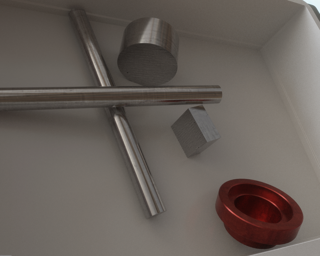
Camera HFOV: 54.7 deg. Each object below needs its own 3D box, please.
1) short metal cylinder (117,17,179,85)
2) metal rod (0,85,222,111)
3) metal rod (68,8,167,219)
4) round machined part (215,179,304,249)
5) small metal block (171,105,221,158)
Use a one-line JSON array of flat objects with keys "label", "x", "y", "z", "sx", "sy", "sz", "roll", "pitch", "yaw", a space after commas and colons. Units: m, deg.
[{"label": "short metal cylinder", "x": -0.015, "y": -0.103, "z": 0.427, "sx": 0.081, "sy": 0.080, "sz": 0.050, "roll": 18, "pitch": 55, "yaw": -18}, {"label": "metal rod", "x": -0.065, "y": -0.036, "z": 0.363, "sx": 0.303, "sy": 0.025, "sz": 0.025, "roll": -3, "pitch": 63, "yaw": -20}, {"label": "metal rod", "x": -0.061, "y": -0.033, "z": 0.393, "sx": 0.025, "sy": 0.025, "sz": 0.299, "roll": -11, "pitch": 67, "yaw": -33}, {"label": "round machined part", "x": 0.115, "y": 0.106, "z": 0.374, "sx": 0.099, "sy": 0.042, "sz": 0.098, "roll": 8, "pitch": 23, "yaw": -3}, {"label": "small metal block", "x": 0.047, "y": 0.005, "z": 0.413, "sx": 0.025, "sy": 0.050, "sz": 0.050, "roll": -16, "pitch": 70, "yaw": -35}]
